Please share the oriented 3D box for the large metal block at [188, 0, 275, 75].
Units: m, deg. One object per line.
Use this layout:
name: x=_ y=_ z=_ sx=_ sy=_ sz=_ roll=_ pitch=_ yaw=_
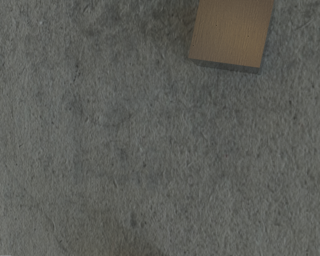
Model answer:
large metal block: x=0.086 y=-0.112 z=0.365 sx=0.080 sy=0.050 sz=0.079 roll=12 pitch=94 yaw=19
